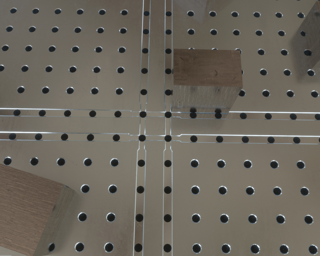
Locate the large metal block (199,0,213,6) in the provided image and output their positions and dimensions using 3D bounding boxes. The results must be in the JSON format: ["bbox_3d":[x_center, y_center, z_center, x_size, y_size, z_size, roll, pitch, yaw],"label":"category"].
[{"bbox_3d":[0.077,-0.258,0.494,0.080,0.050,0.080,-41,75,-14],"label":"large metal block"}]

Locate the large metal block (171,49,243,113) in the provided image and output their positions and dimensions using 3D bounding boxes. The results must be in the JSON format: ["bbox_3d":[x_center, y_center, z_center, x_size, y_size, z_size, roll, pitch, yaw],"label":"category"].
[{"bbox_3d":[0.056,-0.059,0.405,0.081,0.080,0.050,1,70,0],"label":"large metal block"}]

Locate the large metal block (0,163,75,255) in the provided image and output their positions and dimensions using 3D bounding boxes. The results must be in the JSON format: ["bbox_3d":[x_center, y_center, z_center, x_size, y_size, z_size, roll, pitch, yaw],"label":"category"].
[{"bbox_3d":[-0.159,0.096,0.362,0.080,0.050,0.080,17,71,5],"label":"large metal block"}]

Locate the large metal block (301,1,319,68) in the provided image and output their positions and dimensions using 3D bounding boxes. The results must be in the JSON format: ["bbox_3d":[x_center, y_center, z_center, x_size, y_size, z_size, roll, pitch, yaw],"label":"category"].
[{"bbox_3d":[0.265,-0.137,0.452,0.081,0.050,0.080,-3,70,-2],"label":"large metal block"}]
